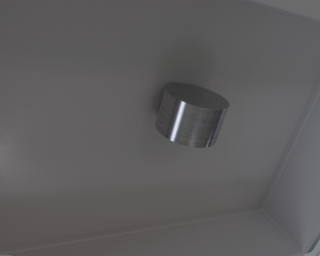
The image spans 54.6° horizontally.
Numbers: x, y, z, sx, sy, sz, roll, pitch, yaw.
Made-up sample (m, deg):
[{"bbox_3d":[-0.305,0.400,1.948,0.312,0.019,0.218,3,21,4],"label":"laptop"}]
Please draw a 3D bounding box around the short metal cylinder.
[{"bbox_3d":[0.039,-0.018,0.383,0.081,0.080,0.050,1,118,-29],"label":"short metal cylinder"}]
